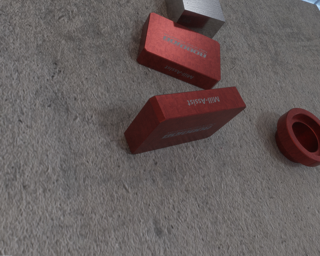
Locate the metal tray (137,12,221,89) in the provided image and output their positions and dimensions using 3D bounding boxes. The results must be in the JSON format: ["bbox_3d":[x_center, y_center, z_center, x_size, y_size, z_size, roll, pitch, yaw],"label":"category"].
[{"bbox_3d":[0.034,-0.121,0.495,0.131,0.030,0.090,18,54,-18],"label":"metal tray"}]

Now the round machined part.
[{"bbox_3d":[0.230,0.019,0.508,0.099,0.042,0.098,14,56,-21],"label":"round machined part"}]

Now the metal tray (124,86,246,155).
[{"bbox_3d":[0.031,-0.010,0.386,0.131,0.090,0.030,-10,68,-33],"label":"metal tray"}]

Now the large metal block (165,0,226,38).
[{"bbox_3d":[0.061,-0.209,0.550,0.081,0.050,0.080,7,59,-25],"label":"large metal block"}]
